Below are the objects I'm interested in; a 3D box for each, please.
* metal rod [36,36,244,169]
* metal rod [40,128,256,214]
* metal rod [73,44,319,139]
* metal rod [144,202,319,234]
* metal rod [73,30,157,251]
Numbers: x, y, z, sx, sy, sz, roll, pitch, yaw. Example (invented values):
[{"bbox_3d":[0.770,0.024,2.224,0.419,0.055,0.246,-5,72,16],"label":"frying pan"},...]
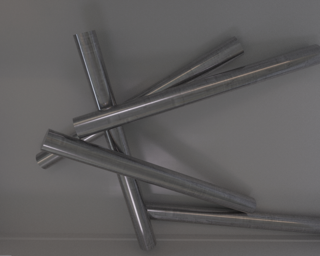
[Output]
[{"bbox_3d":[-0.033,-0.027,0.400,0.300,0.025,0.025,-30,108,10],"label":"metal rod"},{"bbox_3d":[0.004,0.063,0.394,0.302,0.025,0.025,22,109,-24],"label":"metal rod"},{"bbox_3d":[0.049,-0.045,0.364,0.302,0.025,0.025,-18,110,-6],"label":"metal rod"},{"bbox_3d":[0.117,0.135,0.461,0.302,0.025,0.025,6,110,-3],"label":"metal rod"},{"bbox_3d":[-0.051,0.030,0.394,0.025,0.025,0.298,-12,110,4],"label":"metal rod"}]
